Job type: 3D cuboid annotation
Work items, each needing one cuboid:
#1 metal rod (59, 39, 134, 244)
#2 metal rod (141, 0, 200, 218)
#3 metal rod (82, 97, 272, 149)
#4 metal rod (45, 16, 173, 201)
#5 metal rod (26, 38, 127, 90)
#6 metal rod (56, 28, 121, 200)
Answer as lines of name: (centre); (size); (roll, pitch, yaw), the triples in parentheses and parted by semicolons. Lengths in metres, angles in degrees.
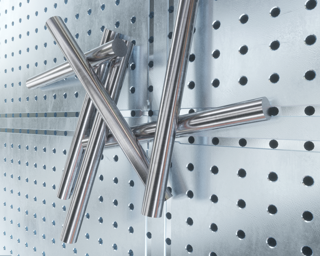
metal rod: (-0.091, 0.019, 0.451); (0.025, 0.025, 0.299); (16, 89, 39)
metal rod: (0.016, -0.045, 0.370); (0.025, 0.025, 0.299); (8, 87, 40)
metal rod: (-0.004, 0.003, 0.413); (0.299, 0.025, 0.025); (-11, 83, 39)
metal rod: (-0.074, -0.030, 0.424); (0.025, 0.025, 0.299); (-39, 78, 33)
metal rod: (-0.155, -0.097, 0.516); (0.299, 0.025, 0.025); (-5, 87, 47)
metal rod: (-0.122, -0.013, 0.511); (0.025, 0.025, 0.298); (32, 110, 35)
